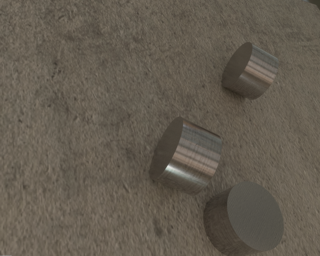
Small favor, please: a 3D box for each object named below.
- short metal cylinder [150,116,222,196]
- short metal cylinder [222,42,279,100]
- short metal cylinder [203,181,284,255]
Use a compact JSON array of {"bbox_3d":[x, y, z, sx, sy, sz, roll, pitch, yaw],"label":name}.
[{"bbox_3d":[0.029,0.033,0.366,0.050,0.080,0.080,25,53,-13],"label":"short metal cylinder"},{"bbox_3d":[0.145,-0.092,0.506,0.050,0.080,0.080,25,53,-14],"label":"short metal cylinder"},{"bbox_3d":[0.100,0.111,0.376,0.081,0.050,0.080,14,56,-21],"label":"short metal cylinder"}]
